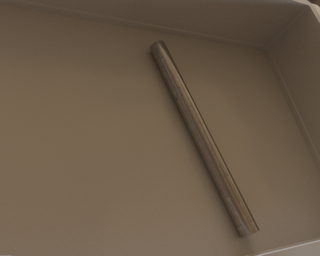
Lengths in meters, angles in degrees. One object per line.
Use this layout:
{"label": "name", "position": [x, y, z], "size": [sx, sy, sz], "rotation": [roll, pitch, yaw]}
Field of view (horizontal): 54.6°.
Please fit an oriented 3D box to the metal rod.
{"label": "metal rod", "position": [0.054, 0.002, 0.432], "size": [0.025, 0.025, 0.299], "rotation": [-12, 68, -33]}
